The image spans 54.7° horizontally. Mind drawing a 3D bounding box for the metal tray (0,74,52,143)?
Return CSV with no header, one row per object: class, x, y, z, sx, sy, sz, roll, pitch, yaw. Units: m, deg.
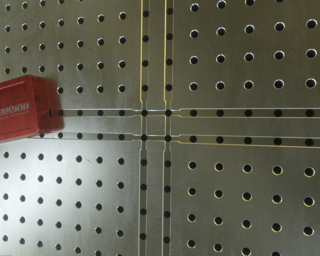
metal tray,-0.241,-0.025,0.492,0.130,0.030,0.089,-11,86,19
